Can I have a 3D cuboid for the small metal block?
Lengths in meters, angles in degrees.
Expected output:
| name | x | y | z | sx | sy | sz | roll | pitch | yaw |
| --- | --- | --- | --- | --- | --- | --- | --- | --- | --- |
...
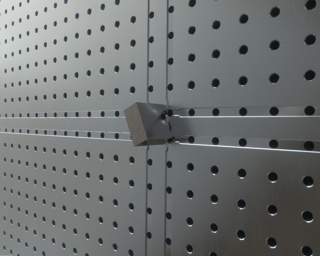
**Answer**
| name | x | y | z | sx | sy | sz | roll | pitch | yaw |
| --- | --- | --- | --- | --- | --- | --- | --- | --- | --- |
| small metal block | -0.015 | -0.005 | 0.406 | 0.025 | 0.050 | 0.050 | -28 | 72 | 37 |
